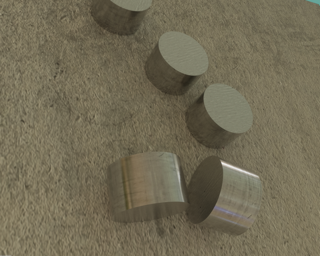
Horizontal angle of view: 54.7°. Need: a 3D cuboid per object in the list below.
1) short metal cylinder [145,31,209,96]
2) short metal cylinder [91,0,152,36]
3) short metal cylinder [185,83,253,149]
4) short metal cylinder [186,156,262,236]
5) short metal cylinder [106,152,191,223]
[{"bbox_3d":[0.024,-0.095,0.459,0.081,0.050,0.080,14,56,-21],"label":"short metal cylinder"},{"bbox_3d":[-0.059,-0.188,0.471,0.081,0.050,0.080,14,56,-21],"label":"short metal cylinder"},{"bbox_3d":[0.084,-0.017,0.443,0.081,0.050,0.080,14,56,-21],"label":"short metal cylinder"},{"bbox_3d":[0.071,0.078,0.359,0.050,0.080,0.080,22,54,-15],"label":"short metal cylinder"},{"bbox_3d":[-0.013,0.064,0.323,0.081,0.080,0.050,3,61,-27],"label":"short metal cylinder"}]
